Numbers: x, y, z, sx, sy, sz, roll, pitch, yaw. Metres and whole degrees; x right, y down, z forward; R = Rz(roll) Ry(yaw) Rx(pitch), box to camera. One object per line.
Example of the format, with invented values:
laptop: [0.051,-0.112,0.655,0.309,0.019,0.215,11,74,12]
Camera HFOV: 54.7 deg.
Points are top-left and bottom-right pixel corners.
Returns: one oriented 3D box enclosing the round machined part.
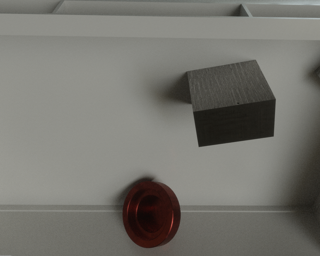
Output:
round machined part: [-0.008,0.133,0.483,0.098,0.098,0.042,-35,150,25]

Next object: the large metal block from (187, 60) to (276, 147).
large metal block: [0.077,-0.029,0.349,0.080,0.080,0.050,-9,130,7]

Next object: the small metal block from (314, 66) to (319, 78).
small metal block: [0.220,-0.066,0.356,0.050,0.025,0.050,25,126,-21]
